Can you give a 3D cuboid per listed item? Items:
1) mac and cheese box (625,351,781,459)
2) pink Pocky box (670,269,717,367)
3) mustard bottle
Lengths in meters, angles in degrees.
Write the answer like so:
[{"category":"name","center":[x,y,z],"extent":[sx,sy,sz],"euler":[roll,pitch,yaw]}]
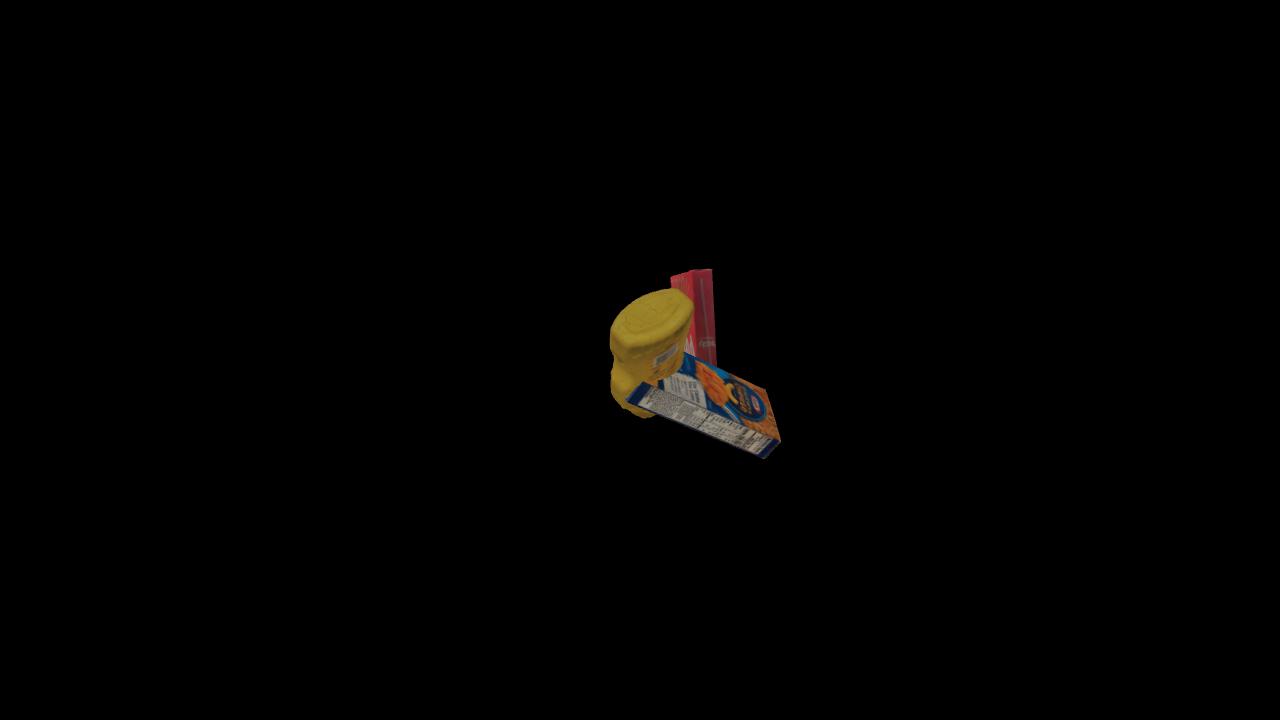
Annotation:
[{"category":"mac and cheese box","center":[0.069,0.039,0.695],"extent":[0.184,0.041,0.093],"euler":[23,32,-21]},{"category":"pink Pocky box","center":[0.066,-0.031,0.759],"extent":[0.029,0.155,0.084],"euler":[-4,4,-15]},{"category":"mustard bottle","center":[0.009,0.010,0.659],"extent":[0.054,0.184,0.092],"euler":[39,61,22]}]
